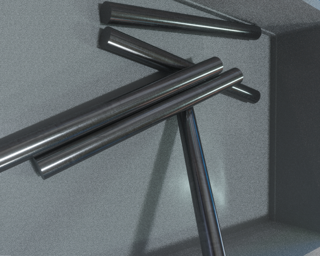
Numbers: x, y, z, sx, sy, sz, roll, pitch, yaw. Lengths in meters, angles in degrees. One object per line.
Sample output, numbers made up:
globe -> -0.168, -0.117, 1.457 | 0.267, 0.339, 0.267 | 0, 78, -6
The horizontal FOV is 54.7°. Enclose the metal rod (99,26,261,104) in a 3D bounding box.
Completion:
metal rod -> 0.051, -0.079, 0.449 | 0.302, 0.025, 0.025 | 12, 82, -39

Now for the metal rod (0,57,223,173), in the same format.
metal rod -> -0.036, -0.029, 0.357 | 0.302, 0.025, 0.025 | -27, 107, -31

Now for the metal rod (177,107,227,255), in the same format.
metal rod -> 0.051, 0.091, 0.359 | 0.025, 0.025, 0.299 | 21, 48, -38

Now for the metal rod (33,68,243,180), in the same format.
metal rod -> -0.004, -0.018, 0.382 | 0.302, 0.025, 0.025 | -27, 107, -30

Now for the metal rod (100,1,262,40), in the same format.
metal rod -> 0.053, -0.150, 0.450 | 0.302, 0.025, 0.025 | -9, 96, -40
